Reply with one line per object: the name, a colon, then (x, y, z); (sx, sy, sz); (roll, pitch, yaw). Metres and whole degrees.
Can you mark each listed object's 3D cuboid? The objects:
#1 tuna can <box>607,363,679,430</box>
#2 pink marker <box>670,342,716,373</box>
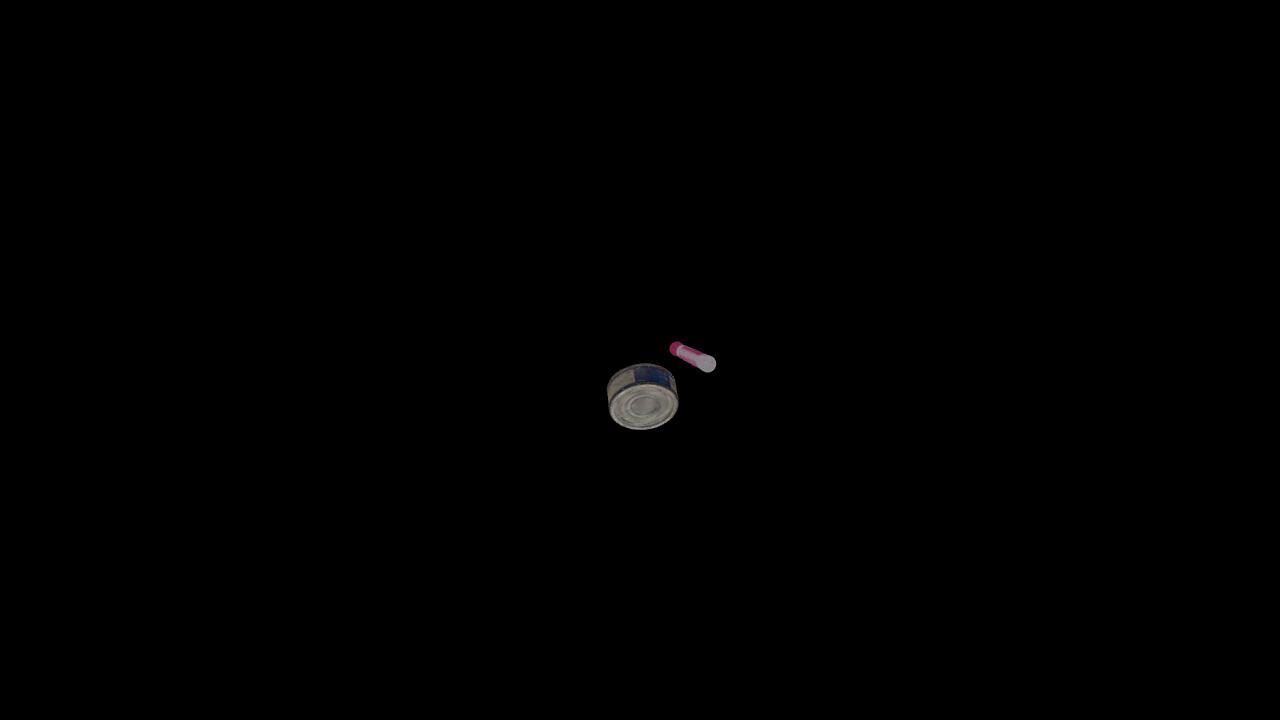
tuna can: (0.004, 0.045, 0.728); (0.084, 0.084, 0.034); (0, 43, -8)
pink marker: (0.060, -0.005, 0.731); (0.020, 0.020, 0.121); (0, 10, -15)
